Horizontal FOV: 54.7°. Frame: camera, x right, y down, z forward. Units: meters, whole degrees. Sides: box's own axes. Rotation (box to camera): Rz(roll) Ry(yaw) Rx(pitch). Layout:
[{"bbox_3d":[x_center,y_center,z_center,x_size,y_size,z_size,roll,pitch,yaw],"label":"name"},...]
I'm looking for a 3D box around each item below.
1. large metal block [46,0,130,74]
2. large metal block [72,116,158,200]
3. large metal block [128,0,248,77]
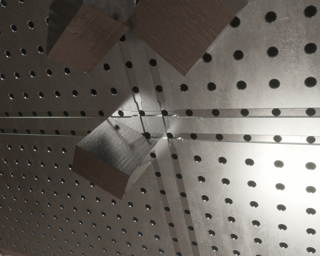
[{"bbox_3d":[-0.080,-0.120,0.333,0.050,0.080,0.080,17,141,-37],"label":"large metal block"},{"bbox_3d":[-0.062,0.039,0.431,0.080,0.080,0.050,28,128,10],"label":"large metal block"},{"bbox_3d":[0.025,-0.114,0.311,0.080,0.050,0.080,41,129,0],"label":"large metal block"}]
